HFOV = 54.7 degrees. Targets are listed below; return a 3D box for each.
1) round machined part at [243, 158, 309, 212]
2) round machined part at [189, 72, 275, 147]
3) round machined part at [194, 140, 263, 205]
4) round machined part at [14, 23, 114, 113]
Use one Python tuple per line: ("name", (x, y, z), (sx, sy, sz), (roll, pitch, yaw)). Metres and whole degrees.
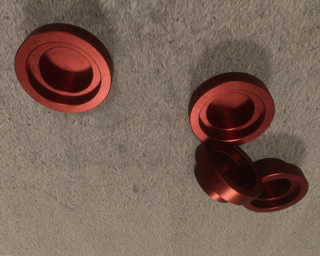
("round machined part", (0.166, 0.083, 0.467), (0.099, 0.042, 0.097), (-2, 133, -2))
("round machined part", (0.083, -0.026, 0.375), (0.099, 0.042, 0.097), (-1, 130, 0))
("round machined part", (0.085, 0.060, 0.412), (0.098, 0.098, 0.042), (27, 125, -22))
("round machined part", (-0.100, -0.067, 0.337), (0.099, 0.042, 0.097), (-1, 130, 0))
